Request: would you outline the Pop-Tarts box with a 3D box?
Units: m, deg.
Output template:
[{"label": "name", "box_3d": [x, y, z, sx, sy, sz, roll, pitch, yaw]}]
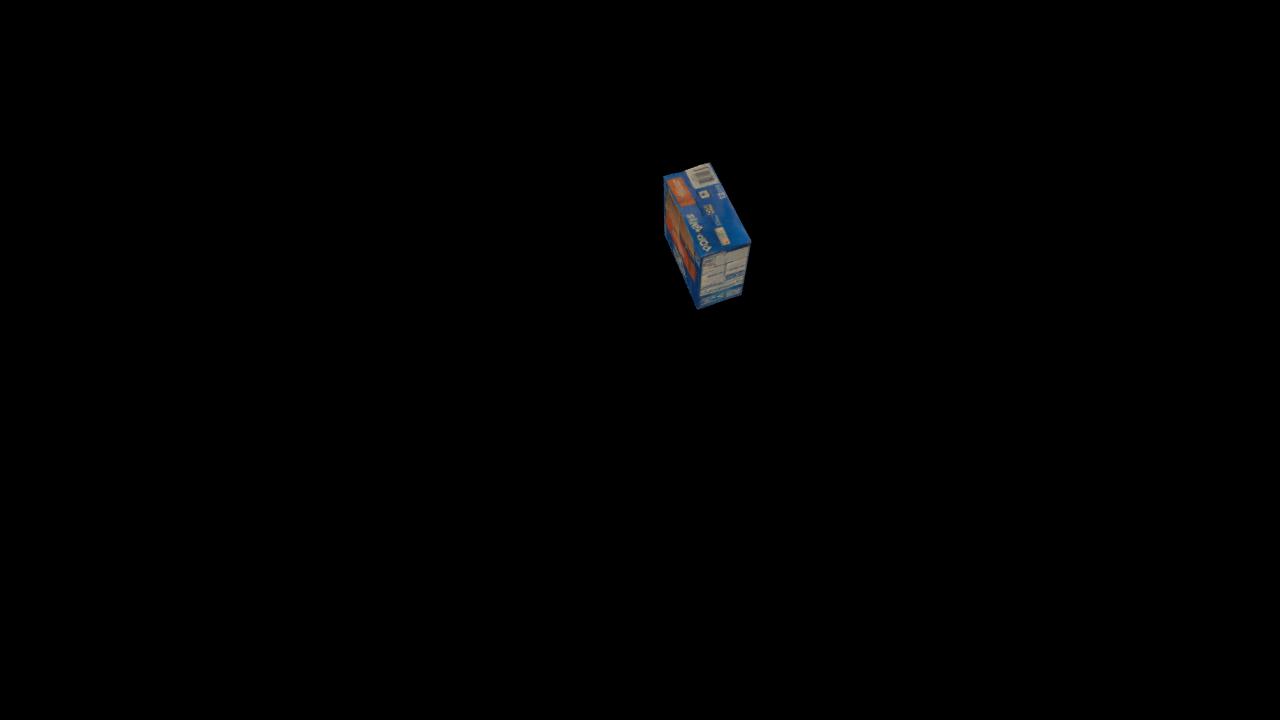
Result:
[{"label": "Pop-Tarts box", "box_3d": [0.099, -0.193, 0.966, 0.083, 0.167, 0.141, -17, -27, -5]}]
